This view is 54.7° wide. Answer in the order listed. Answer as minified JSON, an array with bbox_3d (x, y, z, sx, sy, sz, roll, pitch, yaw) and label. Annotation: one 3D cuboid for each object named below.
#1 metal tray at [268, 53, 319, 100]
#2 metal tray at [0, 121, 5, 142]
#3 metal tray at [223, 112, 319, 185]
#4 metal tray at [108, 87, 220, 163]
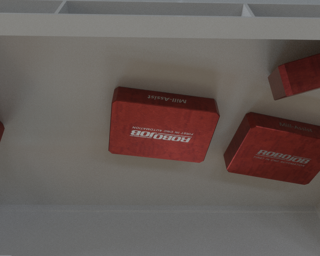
[{"bbox_3d":[0.185,-0.062,0.316,0.130,0.090,0.030,-15,89,12],"label":"metal tray"},{"bbox_3d":[-0.238,-0.016,0.347,0.030,0.090,0.130,-26,127,4],"label":"metal tray"},{"bbox_3d":[0.167,0.032,0.434,0.131,0.030,0.089,11,129,-9],"label":"metal tray"},{"bbox_3d":[0.002,-0.001,0.405,0.131,0.030,0.089,7,130,-6],"label":"metal tray"}]
